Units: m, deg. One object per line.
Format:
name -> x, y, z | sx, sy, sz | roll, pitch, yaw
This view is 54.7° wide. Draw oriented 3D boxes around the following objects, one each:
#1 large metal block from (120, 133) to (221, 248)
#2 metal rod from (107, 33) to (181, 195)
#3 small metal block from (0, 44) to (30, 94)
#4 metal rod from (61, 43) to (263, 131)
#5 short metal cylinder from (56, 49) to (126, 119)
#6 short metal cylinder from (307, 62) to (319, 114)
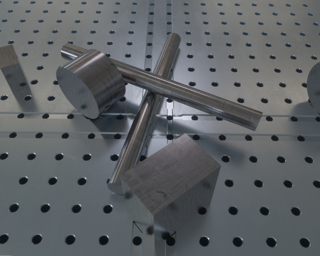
large metal block -> 0.010, 0.065, 0.318 | 0.081, 0.080, 0.050 | -32, 57, -24
metal rod -> -0.011, -0.043, 0.443 | 0.025, 0.025, 0.300 | 11, 51, 9
small metal block -> -0.220, -0.088, 0.464 | 0.025, 0.050, 0.050 | -21, 53, -17
metal rod -> -0.011, -0.063, 0.426 | 0.301, 0.025, 0.025 | 23, 54, 18
short metal cylinder -> -0.094, -0.059, 0.421 | 0.080, 0.080, 0.050 | 32, 57, 24
short metal cylinder -> 0.250, -0.057, 0.422 | 0.050, 0.080, 0.080 | -14, 52, -12
